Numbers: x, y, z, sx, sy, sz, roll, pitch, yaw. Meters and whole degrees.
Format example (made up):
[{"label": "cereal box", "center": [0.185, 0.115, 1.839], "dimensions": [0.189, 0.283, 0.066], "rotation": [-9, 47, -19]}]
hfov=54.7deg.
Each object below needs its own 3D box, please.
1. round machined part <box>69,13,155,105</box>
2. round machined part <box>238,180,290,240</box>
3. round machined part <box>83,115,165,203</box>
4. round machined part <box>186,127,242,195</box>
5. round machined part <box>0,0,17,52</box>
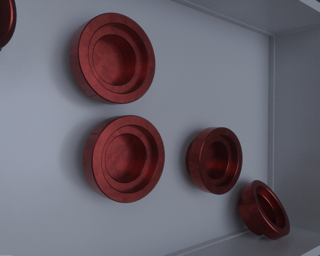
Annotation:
[{"label": "round machined part", "center": [-0.056, -0.075, 0.350], "dimensions": [0.099, 0.042, 0.097], "rotation": [0, 90, -40]}, {"label": "round machined part", "center": [0.170, 0.141, 0.521], "dimensions": [0.098, 0.042, 0.098], "rotation": [34, 34, -26]}, {"label": "round machined part", "center": [-0.045, 0.034, 0.360], "dimensions": [0.099, 0.042, 0.097], "rotation": [0, 90, -40]}, {"label": "round machined part", "center": [0.077, 0.047, 0.463], "dimensions": [0.099, 0.042, 0.097], "rotation": [0, 90, -40]}, {"label": "round machined part", "center": [-0.151, -0.094, 0.238], "dimensions": [0.098, 0.042, 0.097], "rotation": [4, 91, -75]}]
